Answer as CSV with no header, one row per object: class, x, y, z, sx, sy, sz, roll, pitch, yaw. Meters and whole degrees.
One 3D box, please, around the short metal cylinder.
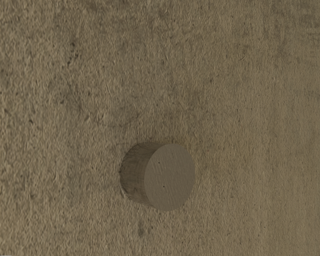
short metal cylinder,-0.002,0.058,0.385,0.081,0.050,0.080,0,90,-40
